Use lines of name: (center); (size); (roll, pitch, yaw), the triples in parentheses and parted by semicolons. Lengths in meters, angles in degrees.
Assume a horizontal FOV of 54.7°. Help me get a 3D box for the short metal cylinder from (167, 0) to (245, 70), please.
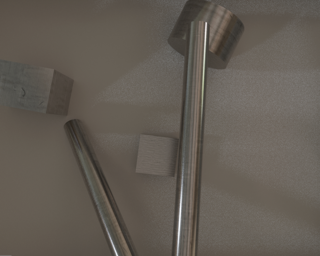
short metal cylinder: (0.057, -0.114, 0.385); (0.080, 0.080, 0.050); (26, 90, -1)

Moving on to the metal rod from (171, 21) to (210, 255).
metal rod: (0.030, 0.038, 0.313); (0.025, 0.025, 0.298); (4, 82, -1)

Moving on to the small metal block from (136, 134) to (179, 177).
small metal block: (-0.003, 0.035, 0.411); (0.050, 0.025, 0.050); (7, 90, -1)

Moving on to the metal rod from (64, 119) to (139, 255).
metal rod: (-0.050, 0.108, 0.338); (0.025, 0.025, 0.299); (-30, 60, 0)

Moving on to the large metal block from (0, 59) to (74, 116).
large metal block: (-0.161, -0.048, 0.382); (0.080, 0.080, 0.050); (10, 90, -1)
